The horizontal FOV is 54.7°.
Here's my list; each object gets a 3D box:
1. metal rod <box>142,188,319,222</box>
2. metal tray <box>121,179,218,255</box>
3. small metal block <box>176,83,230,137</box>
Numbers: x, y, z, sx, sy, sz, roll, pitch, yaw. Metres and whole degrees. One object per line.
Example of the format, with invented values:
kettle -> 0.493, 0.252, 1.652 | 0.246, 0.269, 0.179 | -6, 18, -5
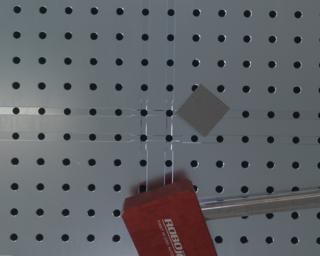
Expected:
metal rod -> 0.122, 0.104, 0.414 | 0.302, 0.025, 0.025 | -7, 90, 0
metal tray -> 0.016, 0.138, 0.390 | 0.090, 0.030, 0.129 | -19, 107, 4
small metal block -> 0.056, -0.023, 0.414 | 0.050, 0.025, 0.050 | 40, 90, 0
